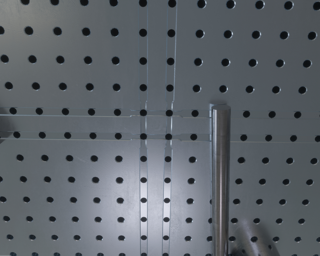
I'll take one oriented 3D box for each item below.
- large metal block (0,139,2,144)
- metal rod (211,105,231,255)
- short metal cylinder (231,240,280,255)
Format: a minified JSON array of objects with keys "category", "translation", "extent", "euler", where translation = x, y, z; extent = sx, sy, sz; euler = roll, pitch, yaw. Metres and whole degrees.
[{"category":"large metal block","translation":[-0.274,0.012,0.402],"extent":[0.080,0.050,0.080],"euler":[-25,108,9]},{"category":"metal rod","translation":[0.089,0.113,0.455],"extent":[0.025,0.025,0.298],"euler":[-3,110,1]},{"category":"short metal cylinder","translation":[0.155,0.224,0.484],"extent":[0.081,0.050,0.079],"euler":[0,110,0]}]
